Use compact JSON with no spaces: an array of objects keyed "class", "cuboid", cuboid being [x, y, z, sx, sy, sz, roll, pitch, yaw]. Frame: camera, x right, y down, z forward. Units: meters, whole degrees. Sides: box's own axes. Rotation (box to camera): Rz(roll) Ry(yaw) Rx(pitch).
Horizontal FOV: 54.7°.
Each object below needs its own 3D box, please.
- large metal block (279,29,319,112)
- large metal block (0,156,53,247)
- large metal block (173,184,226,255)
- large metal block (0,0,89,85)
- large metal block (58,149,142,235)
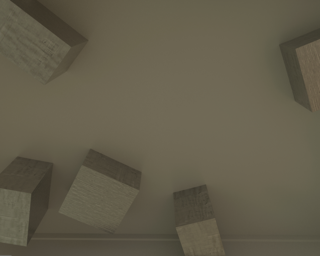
[{"class":"large metal block","cuboid":[0.202,-0.076,0.372,0.080,0.050,0.080,-22,109,7]},{"class":"large metal block","cuboid":[-0.185,0.095,0.415,0.050,0.080,0.079,12,110,-4]},{"class":"large metal block","cuboid":[0.055,0.139,0.434,0.050,0.080,0.080,-16,109,5]},{"class":"large metal block","cuboid":[-0.136,-0.100,0.344,0.080,0.080,0.050,37,106,-13]},{"class":"large metal block","cuboid":[-0.081,0.088,0.430,0.080,0.050,0.080,26,108,-10]}]
